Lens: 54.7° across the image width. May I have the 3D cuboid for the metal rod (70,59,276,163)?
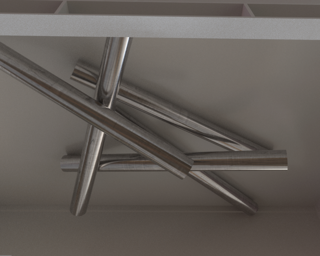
[{"bbox_3d":[0.033,-0.009,0.401,0.302,0.025,0.025,24,126,-19],"label":"metal rod"}]

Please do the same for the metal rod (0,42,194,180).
[{"bbox_3d":[-0.098,-0.033,0.324,0.301,0.025,0.025,32,125,-4],"label":"metal rod"}]

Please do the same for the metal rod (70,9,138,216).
[{"bbox_3d":[-0.077,0.007,0.376,0.025,0.025,0.298,13,126,-11],"label":"metal rod"}]

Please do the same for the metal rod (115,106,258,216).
[{"bbox_3d":[0.047,0.060,0.459,0.301,0.025,0.025,35,122,-27],"label":"metal rod"}]

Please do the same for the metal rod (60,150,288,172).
[{"bbox_3d":[0.006,0.045,0.411,0.301,0.025,0.025,-3,131,16],"label":"metal rod"}]
